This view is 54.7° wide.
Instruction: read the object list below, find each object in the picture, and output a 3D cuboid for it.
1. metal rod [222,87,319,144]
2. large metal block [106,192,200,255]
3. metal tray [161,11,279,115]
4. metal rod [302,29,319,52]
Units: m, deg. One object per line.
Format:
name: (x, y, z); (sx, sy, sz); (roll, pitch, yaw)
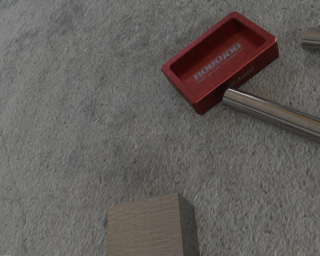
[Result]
metal rod: (0.191, 0.018, 0.292); (0.300, 0.025, 0.025); (28, 77, 37)
large metal block: (-0.006, 0.119, 0.317); (0.080, 0.050, 0.080); (-16, 55, 18)
metal tray: (0.077, -0.089, 0.413); (0.130, 0.030, 0.090); (-38, 51, 2)
metal rod: (0.294, -0.066, 0.291); (0.300, 0.025, 0.025); (20, 72, 35)
